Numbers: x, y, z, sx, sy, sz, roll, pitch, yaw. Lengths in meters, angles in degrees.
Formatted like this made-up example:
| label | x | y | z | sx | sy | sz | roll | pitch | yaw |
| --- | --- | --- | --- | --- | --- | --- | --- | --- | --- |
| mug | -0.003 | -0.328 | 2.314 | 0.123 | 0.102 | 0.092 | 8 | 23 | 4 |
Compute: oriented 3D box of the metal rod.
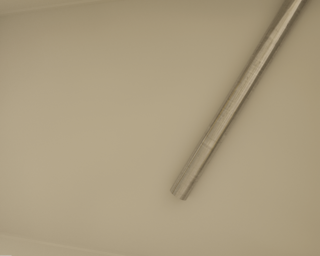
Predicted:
| label | x | y | z | sx | sy | sz | roll | pitch | yaw |
| --- | --- | --- | --- | --- | --- | --- | --- | --- | --- |
| metal rod | 0.097 | -0.041 | 0.375 | 0.025 | 0.025 | 0.299 | 33 | 100 | 16 |
